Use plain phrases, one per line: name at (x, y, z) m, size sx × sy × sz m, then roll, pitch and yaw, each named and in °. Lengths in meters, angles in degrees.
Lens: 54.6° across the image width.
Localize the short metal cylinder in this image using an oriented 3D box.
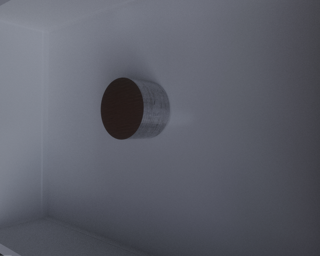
short metal cylinder at (-0.034, -0.025, 0.417) m, size 0.080 × 0.050 × 0.080 m, roll 0°, pitch 90°, yaw 40°
